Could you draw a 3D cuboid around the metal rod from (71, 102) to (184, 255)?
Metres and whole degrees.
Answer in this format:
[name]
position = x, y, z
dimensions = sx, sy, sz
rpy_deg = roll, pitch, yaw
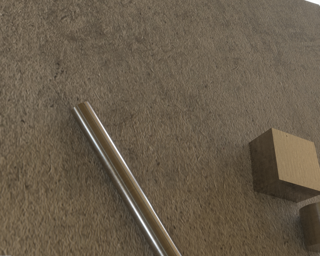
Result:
[metal rod]
position = -0.014, 0.098, 0.336
dimensions = 0.025, 0.025, 0.299
rpy_deg = -24, 75, -36

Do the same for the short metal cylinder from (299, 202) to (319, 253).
[short metal cylinder]
position = 0.233, 0.133, 0.413
dimensions = 0.081, 0.080, 0.050
rpy_deg = 15, 56, -20

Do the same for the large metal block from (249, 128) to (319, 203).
[large metal block]
position = 0.182, 0.056, 0.452
dimensions = 0.081, 0.050, 0.080
rpy_deg = 17, 55, -18
